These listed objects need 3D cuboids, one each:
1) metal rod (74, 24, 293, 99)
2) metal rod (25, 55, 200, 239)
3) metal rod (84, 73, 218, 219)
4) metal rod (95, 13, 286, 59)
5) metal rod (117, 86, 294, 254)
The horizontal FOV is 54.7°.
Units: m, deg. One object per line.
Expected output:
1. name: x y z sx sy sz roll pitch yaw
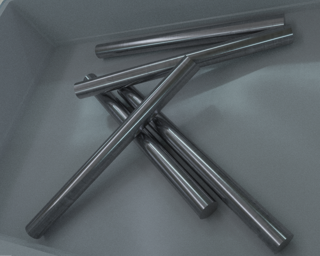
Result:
1. metal rod: 0.022 -0.087 0.425 0.301 0.025 0.025 -13 56 13
2. metal rod: -0.063 0.028 0.393 0.300 0.025 0.025 -46 51 5
3. metal rod: -0.032 0.004 0.418 0.025 0.025 0.300 -43 51 -2
4. metal rod: 0.029 -0.135 0.471 0.300 0.025 0.025 -1 62 27
5. metal rod: 0.029 0.023 0.374 0.025 0.025 0.300 -43 51 -2
